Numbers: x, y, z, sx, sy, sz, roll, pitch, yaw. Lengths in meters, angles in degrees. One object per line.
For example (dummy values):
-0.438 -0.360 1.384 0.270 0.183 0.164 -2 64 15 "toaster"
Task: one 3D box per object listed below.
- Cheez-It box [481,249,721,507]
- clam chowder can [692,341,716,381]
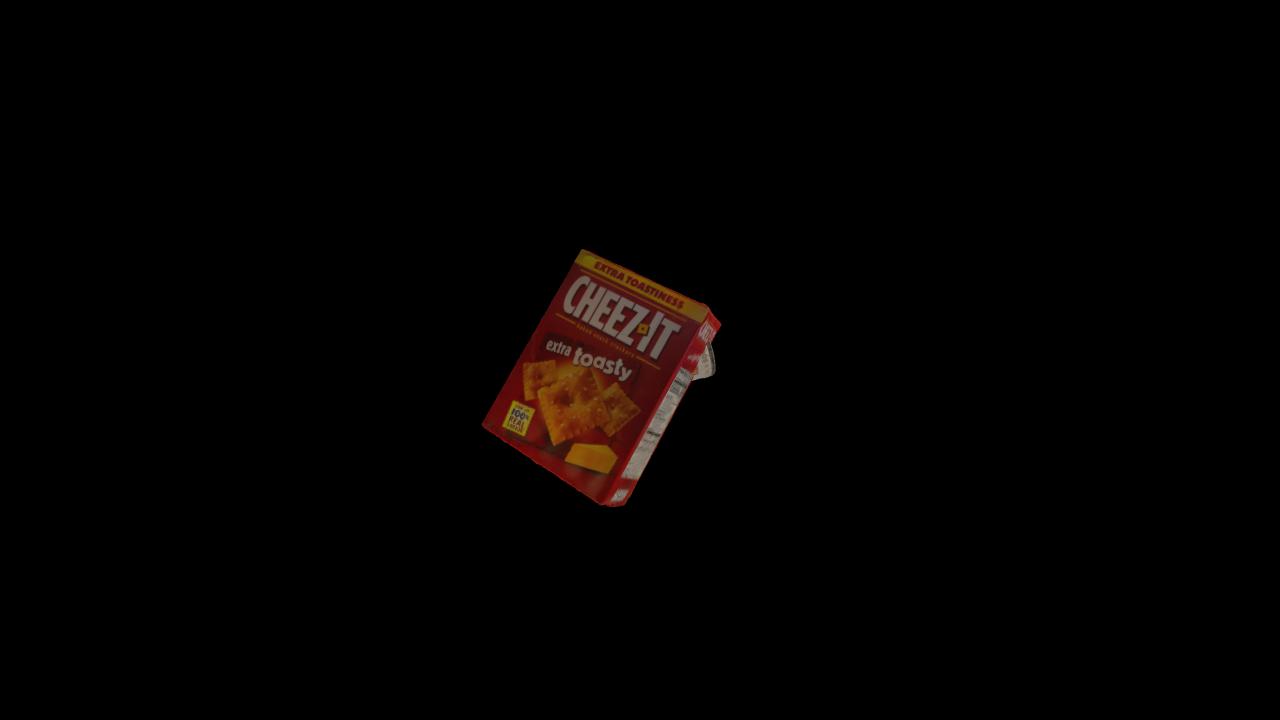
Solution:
-0.040 0.016 0.649 0.166 0.223 0.071 28 -2 22 "Cheez-It box"
0.022 0.000 0.660 0.102 0.068 0.068 -18 2 -7 "clam chowder can"
